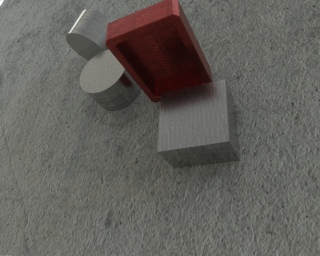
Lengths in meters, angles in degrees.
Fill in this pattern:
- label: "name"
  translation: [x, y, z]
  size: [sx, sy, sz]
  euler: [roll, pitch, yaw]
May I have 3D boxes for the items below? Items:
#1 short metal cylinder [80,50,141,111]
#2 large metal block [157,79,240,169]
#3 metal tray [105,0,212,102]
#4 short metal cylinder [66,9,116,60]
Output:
- label: "short metal cylinder"
  translation: [-0.073, -0.073, 0.471]
  size: [0.080, 0.050, 0.080]
  euler: [-13, 56, 21]
- label: "large metal block"
  translation: [0.046, -0.003, 0.366]
  size: [0.080, 0.050, 0.080]
  euler: [-10, 57, 22]
- label: "metal tray"
  translation: [0.004, -0.089, 0.389]
  size: [0.090, 0.130, 0.030]
  euler: [-15, 56, 20]
- label: "short metal cylinder"
  translation: [-0.108, -0.149, 0.517]
  size: [0.080, 0.080, 0.050]
  euler: [14, 69, 34]
